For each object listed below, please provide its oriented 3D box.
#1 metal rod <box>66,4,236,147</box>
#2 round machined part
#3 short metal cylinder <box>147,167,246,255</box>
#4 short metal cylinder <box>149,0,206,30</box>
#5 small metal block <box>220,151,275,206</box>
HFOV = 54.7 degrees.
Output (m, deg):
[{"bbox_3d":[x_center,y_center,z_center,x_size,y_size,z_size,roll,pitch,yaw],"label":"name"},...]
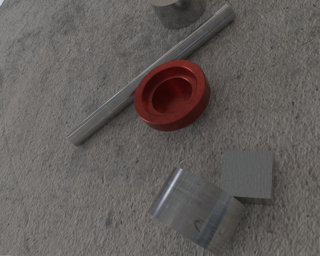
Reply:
[{"bbox_3d":[-0.014,-0.076,0.458,0.300,0.025,0.025,-39,51,1],"label":"metal rod"},{"bbox_3d":[0.019,-0.038,0.406,0.098,0.042,0.098,-13,56,21],"label":"round machined part"},{"bbox_3d":[0.035,0.081,0.301,0.080,0.080,0.050,22,74,36],"label":"short metal cylinder"},{"bbox_3d":[0.028,-0.207,0.500,0.080,0.050,0.080,-13,56,21],"label":"short metal cylinder"},{"bbox_3d":[0.092,0.052,0.324,0.050,0.025,0.050,-2,61,27],"label":"small metal block"}]
